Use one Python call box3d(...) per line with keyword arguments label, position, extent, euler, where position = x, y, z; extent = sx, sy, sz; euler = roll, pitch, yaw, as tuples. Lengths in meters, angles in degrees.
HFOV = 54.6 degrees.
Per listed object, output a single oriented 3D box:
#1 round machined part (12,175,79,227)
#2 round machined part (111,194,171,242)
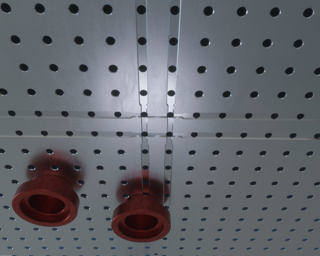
box3d(label="round machined part", position=(-0.178, 0.113, 0.495), extent=(0.099, 0.042, 0.097), euler=(0, 130, 0))
box3d(label="round machined part", position=(-0.031, 0.151, 0.528), extent=(0.099, 0.042, 0.097), euler=(0, 130, 0))
